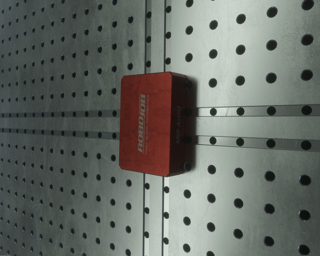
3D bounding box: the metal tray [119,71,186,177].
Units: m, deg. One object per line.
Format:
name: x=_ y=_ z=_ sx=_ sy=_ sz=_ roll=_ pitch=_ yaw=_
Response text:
metal tray: x=-0.012 y=-0.006 z=0.413 sx=0.090 sy=0.030 sz=0.129 roll=3 pitch=92 yaw=39
